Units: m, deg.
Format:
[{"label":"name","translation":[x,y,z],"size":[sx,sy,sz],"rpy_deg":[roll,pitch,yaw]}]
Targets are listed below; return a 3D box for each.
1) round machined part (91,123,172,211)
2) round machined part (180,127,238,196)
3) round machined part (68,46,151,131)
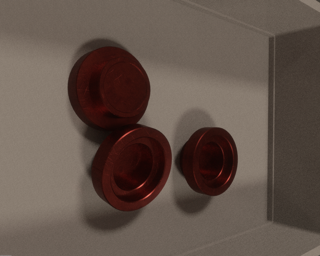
[{"label":"round machined part","translation":[-0.036,0.042,0.359],"size":[0.099,0.042,0.097],"rpy_deg":[-14,112,-39]},{"label":"round machined part","translation":[0.068,0.047,0.455],"size":[0.099,0.042,0.097],"rpy_deg":[0,90,-40]},{"label":"round machined part","translation":[-0.050,-0.045,0.355],"size":[0.099,0.042,0.097],"rpy_deg":[0,90,-40]}]
